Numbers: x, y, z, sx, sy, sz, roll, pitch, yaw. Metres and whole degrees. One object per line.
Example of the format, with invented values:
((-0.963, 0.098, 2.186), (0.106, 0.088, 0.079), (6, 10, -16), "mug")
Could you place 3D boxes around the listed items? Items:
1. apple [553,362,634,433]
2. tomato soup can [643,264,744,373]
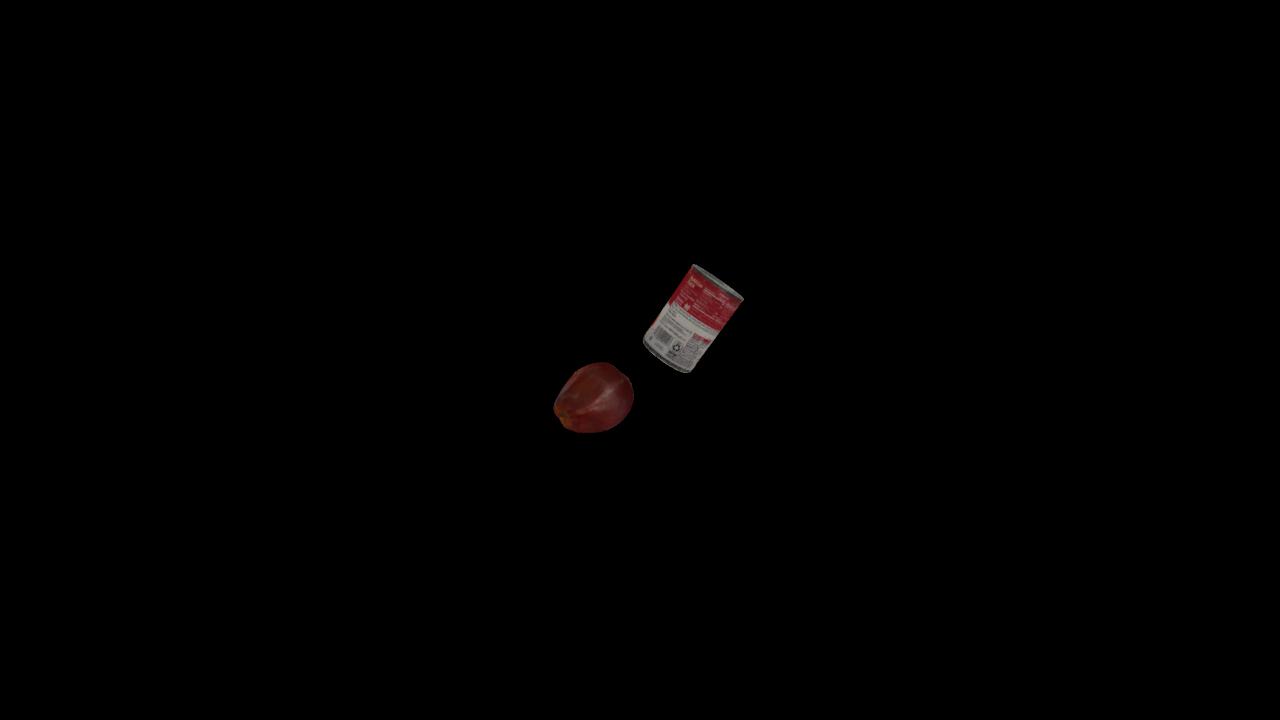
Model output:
((-0.052, 0.045, 0.712), (0.093, 0.079, 0.079), (-32, 17, -30), "apple")
((0.057, -0.044, 0.670), (0.068, 0.101, 0.068), (32, 14, -9), "tomato soup can")
